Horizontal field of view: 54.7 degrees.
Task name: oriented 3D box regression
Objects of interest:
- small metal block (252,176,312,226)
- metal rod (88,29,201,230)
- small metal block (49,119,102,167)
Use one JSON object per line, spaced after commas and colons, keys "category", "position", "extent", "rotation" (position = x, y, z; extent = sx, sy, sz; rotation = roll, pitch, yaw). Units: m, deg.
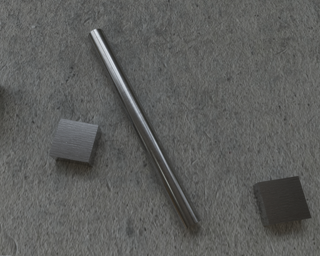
{"category": "small metal block", "position": [0.147, 0.089, 0.377], "extent": [0.050, 0.025, 0.050], "rotation": [-8, 70, -3]}
{"category": "metal rod", "position": [-0.028, -0.011, 0.412], "extent": [0.025, 0.025, 0.299], "rotation": [-25, 72, -9]}
{"category": "small metal block", "position": [-0.108, 0.019, 0.400], "extent": [0.050, 0.025, 0.050], "rotation": [10, 70, 3]}
